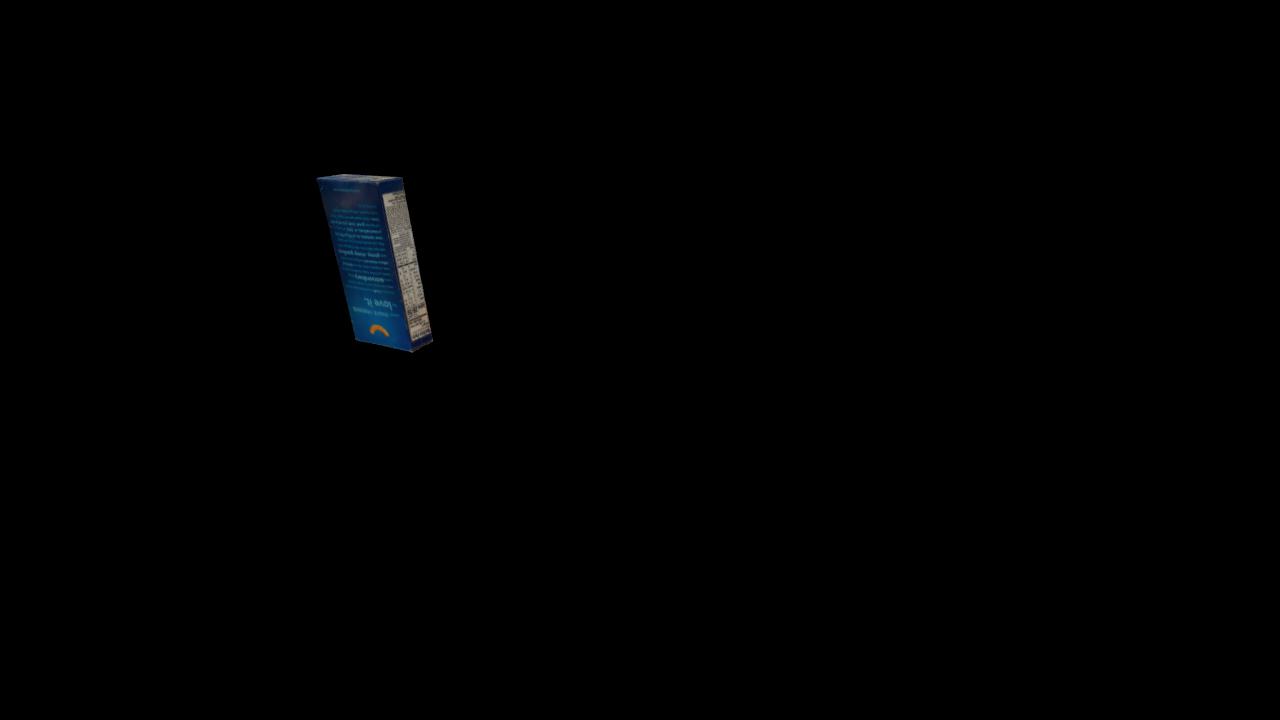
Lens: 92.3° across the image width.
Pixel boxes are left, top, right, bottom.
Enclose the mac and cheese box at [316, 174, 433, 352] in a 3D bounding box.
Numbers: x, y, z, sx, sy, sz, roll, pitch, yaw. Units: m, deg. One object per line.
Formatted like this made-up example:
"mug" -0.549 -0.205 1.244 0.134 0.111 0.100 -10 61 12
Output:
"mac and cheese box" -0.287 -0.106 0.673 0.093 0.184 0.041 10 27 24
